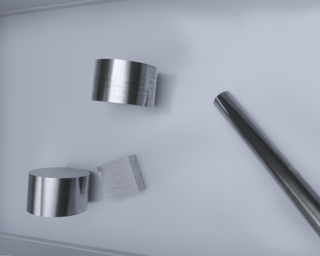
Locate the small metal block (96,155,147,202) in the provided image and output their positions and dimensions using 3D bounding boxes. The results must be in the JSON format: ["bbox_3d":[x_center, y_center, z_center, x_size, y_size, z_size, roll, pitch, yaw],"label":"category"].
[{"bbox_3d":[-0.053,0.069,0.428,0.050,0.025,0.050,-20,83,18],"label":"small metal block"}]

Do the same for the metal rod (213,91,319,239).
[{"bbox_3d":[0.142,0.070,0.301,0.025,0.025,0.300,-42,55,15],"label":"metal rod"}]

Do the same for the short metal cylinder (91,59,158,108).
[{"bbox_3d":[-0.045,-0.055,0.396,0.080,0.080,0.050,7,93,19],"label":"short metal cylinder"}]

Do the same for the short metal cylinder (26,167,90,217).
[{"bbox_3d":[-0.140,0.086,0.429,0.080,0.080,0.050,5,92,19],"label":"short metal cylinder"}]
